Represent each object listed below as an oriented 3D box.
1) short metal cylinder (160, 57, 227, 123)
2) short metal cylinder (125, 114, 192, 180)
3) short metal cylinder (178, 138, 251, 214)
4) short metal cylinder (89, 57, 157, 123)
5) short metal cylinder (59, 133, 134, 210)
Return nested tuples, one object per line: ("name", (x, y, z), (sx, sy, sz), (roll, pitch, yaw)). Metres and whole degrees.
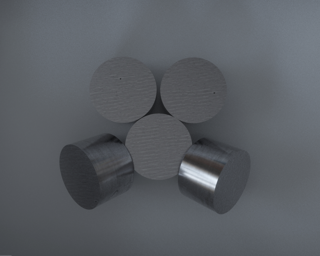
("short metal cylinder", (0.040, -0.046, 0.398), (0.081, 0.050, 0.079), (0, 90, -1))
("short metal cylinder", (-0.002, 0.022, 0.396), (0.081, 0.050, 0.079), (0, 90, -1))
("short metal cylinder", (0.067, 0.057, 0.377), (0.050, 0.080, 0.080), (21, 90, 39))
("short metal cylinder", (-0.044, -0.046, 0.396), (0.081, 0.050, 0.079), (0, 90, -1))
("short metal cylinder", (-0.077, 0.051, 0.376), (0.050, 0.080, 0.080), (-20, 91, -45))
